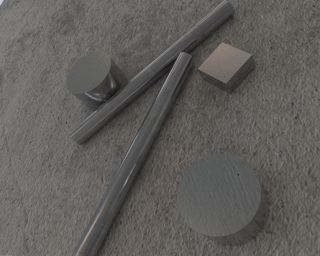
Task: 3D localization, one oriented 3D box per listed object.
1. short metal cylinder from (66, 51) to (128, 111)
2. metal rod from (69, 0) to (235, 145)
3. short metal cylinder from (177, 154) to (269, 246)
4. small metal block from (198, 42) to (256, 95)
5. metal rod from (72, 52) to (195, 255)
[{"bbox_3d":[-0.097,-0.072,0.483,0.080,0.050,0.080,-13,56,21],"label":"short metal cylinder"},{"bbox_3d":[-0.012,-0.082,0.459,0.300,0.025,0.025,-41,51,0],"label":"metal rod"},{"bbox_3d":[0.064,0.072,0.310,0.080,0.050,0.080,-13,56,21],"label":"short metal cylinder"},{"bbox_3d":[0.087,-0.079,0.407,0.050,0.025,0.050,-48,51,-6],"label":"small metal block"},{"bbox_3d":[-0.027,0.027,0.401,0.025,0.025,0.300,15,69,34],"label":"metal rod"}]
